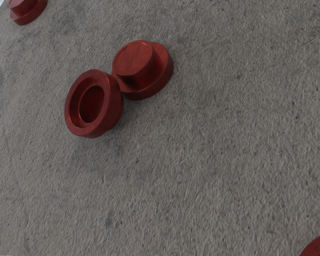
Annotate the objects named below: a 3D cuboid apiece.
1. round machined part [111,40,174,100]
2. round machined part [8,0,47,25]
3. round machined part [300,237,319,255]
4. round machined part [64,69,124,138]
[{"bbox_3d":[-0.033,-0.093,0.468,0.098,0.042,0.098,-13,56,21],"label":"round machined part"},{"bbox_3d":[-0.325,-0.299,0.748,0.098,0.042,0.098,-13,56,21],"label":"round machined part"},{"bbox_3d":[0.154,0.130,0.232,0.098,0.042,0.098,-13,56,21],"label":"round machined part"},{"bbox_3d":[-0.091,-0.032,0.449,0.098,0.042,0.098,-12,71,36],"label":"round machined part"}]
